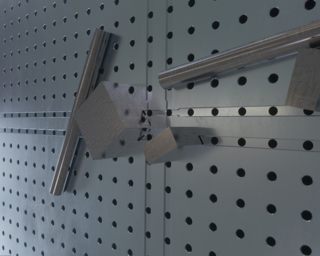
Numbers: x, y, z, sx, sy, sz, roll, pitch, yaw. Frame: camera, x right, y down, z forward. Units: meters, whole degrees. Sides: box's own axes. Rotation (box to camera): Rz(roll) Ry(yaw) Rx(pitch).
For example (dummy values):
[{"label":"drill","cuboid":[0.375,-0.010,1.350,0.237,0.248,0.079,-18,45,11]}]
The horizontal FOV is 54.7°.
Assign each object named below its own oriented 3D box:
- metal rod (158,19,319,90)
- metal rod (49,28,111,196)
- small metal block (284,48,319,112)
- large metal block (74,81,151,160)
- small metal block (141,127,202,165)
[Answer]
[{"label":"metal rod","cuboid":[0.121,-0.083,0.309,0.300,0.025,0.025,-10,84,39]},{"label":"metal rod","cuboid":[-0.139,-0.018,0.523,0.025,0.025,0.298,32,110,35]},{"label":"small metal block","cuboid":[0.139,-0.041,0.278,0.025,0.050,0.050,18,102,38]},{"label":"large metal block","cuboid":[-0.071,-0.010,0.452,0.080,0.050,0.080,-42,65,32]},{"label":"small metal block","cuboid":[0.014,0.021,0.381,0.050,0.050,0.025,-35,68,34]}]
